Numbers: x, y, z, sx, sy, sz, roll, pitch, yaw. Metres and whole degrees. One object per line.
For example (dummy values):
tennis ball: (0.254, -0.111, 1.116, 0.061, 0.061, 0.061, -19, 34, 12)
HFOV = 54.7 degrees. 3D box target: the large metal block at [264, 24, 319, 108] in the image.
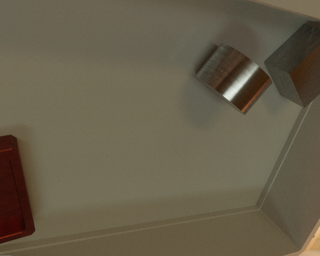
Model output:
large metal block: (0.213, -0.090, 0.456, 0.080, 0.050, 0.080, -44, 130, 2)

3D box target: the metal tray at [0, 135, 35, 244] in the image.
metal tray: (-0.197, 0.077, 0.345, 0.091, 0.030, 0.129, -11, 123, -23)

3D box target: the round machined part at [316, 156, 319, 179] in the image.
round machined part: (0.373, 0.074, 0.654, 0.099, 0.042, 0.097, -14, 124, -21)

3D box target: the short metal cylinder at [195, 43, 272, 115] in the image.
short metal cylinder: (0.091, -0.060, 0.387, 0.080, 0.080, 0.050, 32, 100, -39)
